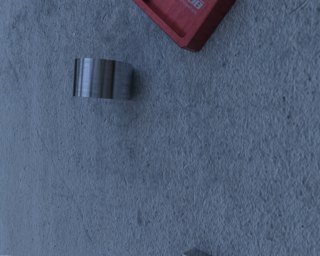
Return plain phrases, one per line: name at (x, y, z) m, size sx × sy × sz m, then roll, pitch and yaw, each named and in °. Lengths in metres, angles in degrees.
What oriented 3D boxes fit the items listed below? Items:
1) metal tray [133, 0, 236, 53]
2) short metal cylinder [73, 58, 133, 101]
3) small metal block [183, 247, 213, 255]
metal tray at (0.024, -0.167, 0.381) m, size 0.130 × 0.030 × 0.090 m, roll 51°, pitch 120°, yaw 27°
short metal cylinder at (-0.080, -0.066, 0.435) m, size 0.080 × 0.081 × 0.050 m, roll 8°, pitch 95°, yaw 39°
small metal block at (0.051, 0.177, 0.363) m, size 0.050 × 0.025 × 0.050 m, roll 11°, pitch 97°, yaw 39°
